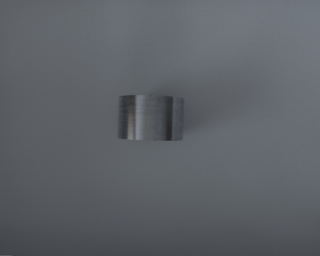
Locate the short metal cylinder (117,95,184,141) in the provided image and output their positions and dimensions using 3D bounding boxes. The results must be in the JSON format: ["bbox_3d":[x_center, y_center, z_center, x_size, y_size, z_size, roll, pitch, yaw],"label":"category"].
[{"bbox_3d":[-0.011,-0.011,0.381,0.080,0.080,0.050,2,90,0],"label":"short metal cylinder"}]
